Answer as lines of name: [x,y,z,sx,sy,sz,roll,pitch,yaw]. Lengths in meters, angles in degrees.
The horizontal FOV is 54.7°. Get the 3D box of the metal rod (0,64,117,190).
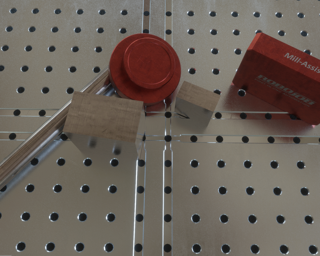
metal rod: [-0.123,-0.019,0.417,0.025,0.025,0.301,40,74,13]

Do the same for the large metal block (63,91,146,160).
large metal block: [-0.063,0.000,0.382,0.080,0.080,0.050,9,70,3]

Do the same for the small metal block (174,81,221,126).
small metal block: [0.048,-0.032,0.411,0.050,0.050,0.025,23,72,8]

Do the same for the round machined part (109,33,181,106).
round machined part: [-0.018,-0.082,0.417,0.099,0.042,0.097,2,83,-15]

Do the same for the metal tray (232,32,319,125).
metal tray: [0.167,-0.060,0.401,0.130,0.090,0.030,29,73,10]
